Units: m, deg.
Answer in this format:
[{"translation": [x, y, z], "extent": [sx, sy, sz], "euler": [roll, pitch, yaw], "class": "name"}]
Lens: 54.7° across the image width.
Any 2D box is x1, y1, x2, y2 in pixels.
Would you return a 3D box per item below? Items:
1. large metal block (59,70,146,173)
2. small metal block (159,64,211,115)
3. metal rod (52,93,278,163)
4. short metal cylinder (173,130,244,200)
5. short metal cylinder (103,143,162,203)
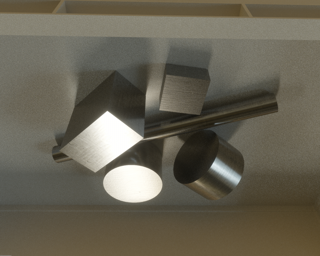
[{"translation": [-0.064, -0.008, 0.364], "extent": [0.080, 0.080, 0.050], "euler": [-36, 122, 26], "class": "large metal block"}, {"translation": [0.028, -0.045, 0.369], "extent": [0.050, 0.025, 0.050], "euler": [7, 130, -6], "class": "small metal block"}, {"translation": [-0.001, 0.003, 0.410], "extent": [0.301, 0.025, 0.025], "euler": [-13, 129, 10], "class": "metal rod"}, {"translation": [0.064, 0.049, 0.414], "extent": [0.050, 0.080, 0.080], "euler": [35, 122, -26], "class": "short metal cylinder"}, {"translation": [-0.037, 0.062, 0.442], "extent": [0.081, 0.050, 0.079], "euler": [0, 130, 0], "class": "short metal cylinder"}]
